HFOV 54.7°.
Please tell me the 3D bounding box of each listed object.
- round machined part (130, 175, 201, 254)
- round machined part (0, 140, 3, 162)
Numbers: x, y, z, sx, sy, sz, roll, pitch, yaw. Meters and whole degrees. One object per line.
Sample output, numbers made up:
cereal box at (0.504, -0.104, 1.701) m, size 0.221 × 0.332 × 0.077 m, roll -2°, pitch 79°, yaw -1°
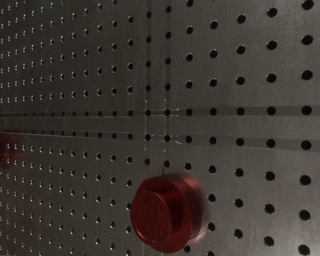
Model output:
round machined part at (0.000, 0.111, 0.396) m, size 0.098 × 0.042 × 0.097 m, roll 0°, pitch 90°, yaw 39°
round machined part at (-0.408, 0.054, 0.729) m, size 0.098 × 0.042 × 0.097 m, roll 0°, pitch 90°, yaw 39°
